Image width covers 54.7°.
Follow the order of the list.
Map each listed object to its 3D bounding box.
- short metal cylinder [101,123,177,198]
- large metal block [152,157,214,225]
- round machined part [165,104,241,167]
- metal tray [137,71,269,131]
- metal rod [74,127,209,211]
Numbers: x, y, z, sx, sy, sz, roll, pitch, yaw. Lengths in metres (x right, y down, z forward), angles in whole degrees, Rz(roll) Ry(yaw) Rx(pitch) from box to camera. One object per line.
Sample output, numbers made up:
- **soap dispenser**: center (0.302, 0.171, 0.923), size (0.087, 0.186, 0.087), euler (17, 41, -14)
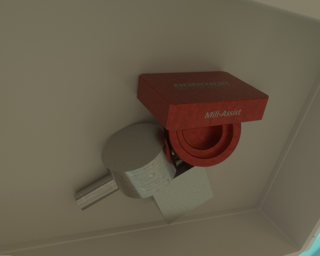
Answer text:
- **short metal cylinder**: center (-0.025, 0.039, 0.383), size (0.080, 0.080, 0.050), euler (-30, 129, -10)
- **large metal block**: center (0.024, 0.082, 0.454), size (0.080, 0.050, 0.080), euler (-29, 129, -10)
- **round machined part**: center (0.053, 0.000, 0.408), size (0.099, 0.042, 0.097), euler (-1, 93, -14)
- **metal tray**: center (0.049, -0.037, 0.369), size (0.131, 0.090, 0.030), euler (-7, 122, -26)
- **metal rod**: center (0.022, 0.027, 0.437), size (0.302, 0.025, 0.025), euler (-29, 129, -10)
